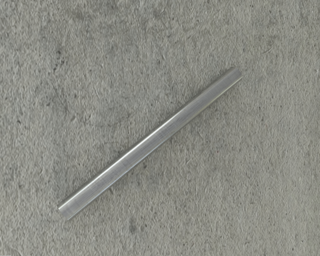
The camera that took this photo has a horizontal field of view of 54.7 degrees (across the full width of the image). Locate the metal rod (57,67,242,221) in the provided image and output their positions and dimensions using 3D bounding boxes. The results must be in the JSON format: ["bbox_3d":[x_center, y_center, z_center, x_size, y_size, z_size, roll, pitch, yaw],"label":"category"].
[{"bbox_3d":[-0.002,0.011,0.411,0.301,0.025,0.025,-39,103,-16],"label":"metal rod"}]
